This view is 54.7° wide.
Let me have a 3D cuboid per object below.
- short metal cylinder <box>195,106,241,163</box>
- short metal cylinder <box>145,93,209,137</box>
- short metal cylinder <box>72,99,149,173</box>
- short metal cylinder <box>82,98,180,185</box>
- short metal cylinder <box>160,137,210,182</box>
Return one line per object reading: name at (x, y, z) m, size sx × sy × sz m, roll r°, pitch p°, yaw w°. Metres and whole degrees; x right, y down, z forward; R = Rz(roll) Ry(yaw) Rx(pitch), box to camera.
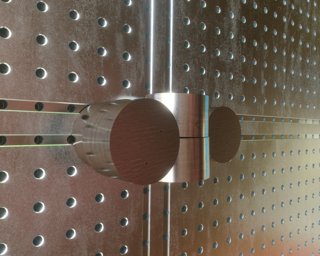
short metal cylinder at (0.074, 0.009, 0.453) m, size 0.081 × 0.050 × 0.079 m, roll 0°, pitch 90°, yaw -40°
short metal cylinder at (0.021, -0.015, 0.391) m, size 0.081 × 0.080 × 0.050 m, roll 1°, pitch 90°, yaw -40°
short metal cylinder at (-0.050, 0.009, 0.350) m, size 0.081 × 0.050 × 0.079 m, roll 0°, pitch 90°, yaw -40°
short metal cylinder at (-0.027, 0.012, 0.303) m, size 0.081 × 0.050 × 0.079 m, roll 0°, pitch 90°, yaw -40°
short metal cylinder at (0.022, 0.036, 0.391) m, size 0.081 × 0.080 × 0.050 m, roll -2°, pitch 91°, yaw -40°
